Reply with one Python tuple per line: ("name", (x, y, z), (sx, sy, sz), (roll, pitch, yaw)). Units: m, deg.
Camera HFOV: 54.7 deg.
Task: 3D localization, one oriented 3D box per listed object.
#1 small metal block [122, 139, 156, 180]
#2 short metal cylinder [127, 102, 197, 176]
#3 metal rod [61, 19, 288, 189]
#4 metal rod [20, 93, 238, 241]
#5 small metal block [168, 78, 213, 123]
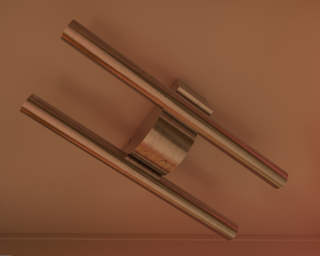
("small metal block", (-0.029, 0.047, 0.413), (0.050, 0.050, 0.025), (35, 106, -12))
("short metal cylinder", (0.003, 0.012, 0.385), (0.050, 0.080, 0.080), (35, 106, -12))
("metal rod", (0.027, -0.018, 0.350), (0.301, 0.025, 0.025), (34, 106, -12))
("metal rod", (-0.027, 0.054, 0.377), (0.301, 0.025, 0.025), (34, 106, -12))
("small metal block", (0.035, -0.033, 0.384), (0.050, 0.050, 0.025), (35, 106, -12))
